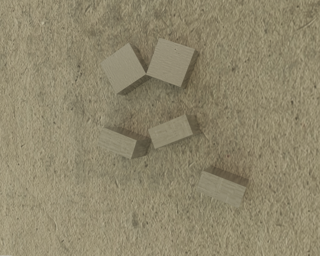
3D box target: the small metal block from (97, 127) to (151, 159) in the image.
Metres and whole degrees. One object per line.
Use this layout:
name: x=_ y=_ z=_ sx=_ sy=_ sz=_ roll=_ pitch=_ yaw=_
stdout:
small metal block: x=-0.046 y=0.019 z=0.412 sx=0.050 sy=0.050 sz=0.025 roll=20 pitch=97 yaw=19

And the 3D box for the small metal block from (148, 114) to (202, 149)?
small metal block: x=0.020 y=0.004 z=0.388 sx=0.050 sy=0.050 sz=0.025 roll=-22 pitch=83 yaw=18

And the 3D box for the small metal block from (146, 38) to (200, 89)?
small metal block: x=0.017 y=-0.083 z=0.403 sx=0.050 sy=0.025 sz=0.050 roll=23 pitch=98 yaw=18

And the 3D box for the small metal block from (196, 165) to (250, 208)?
small metal block: x=0.076 y=0.068 z=0.369 sx=0.050 sy=0.050 sz=0.025 roll=20 pitch=97 yaw=19

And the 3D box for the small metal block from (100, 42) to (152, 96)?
small metal block: x=-0.046 y=-0.080 z=0.425 sx=0.050 sy=0.025 sz=0.050 roll=-31 pitch=80 yaw=17
